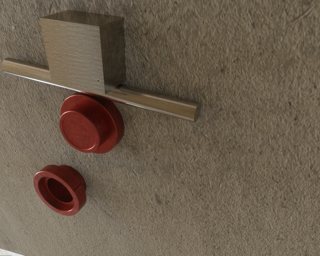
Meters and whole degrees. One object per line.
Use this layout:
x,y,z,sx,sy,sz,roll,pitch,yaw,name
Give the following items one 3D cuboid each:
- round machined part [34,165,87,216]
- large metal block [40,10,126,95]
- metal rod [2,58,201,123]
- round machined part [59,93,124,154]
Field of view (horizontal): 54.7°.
-0.171,0.105,0.551,0.098,0.042,0.097,13,124,21,round machined part
-0.091,-0.095,0.380,0.080,0.050,0.079,14,124,20,large metal block
-0.092,-0.056,0.420,0.301,0.025,0.025,15,125,19,metal rod
-0.105,-0.003,0.449,0.098,0.042,0.097,13,124,21,round machined part
